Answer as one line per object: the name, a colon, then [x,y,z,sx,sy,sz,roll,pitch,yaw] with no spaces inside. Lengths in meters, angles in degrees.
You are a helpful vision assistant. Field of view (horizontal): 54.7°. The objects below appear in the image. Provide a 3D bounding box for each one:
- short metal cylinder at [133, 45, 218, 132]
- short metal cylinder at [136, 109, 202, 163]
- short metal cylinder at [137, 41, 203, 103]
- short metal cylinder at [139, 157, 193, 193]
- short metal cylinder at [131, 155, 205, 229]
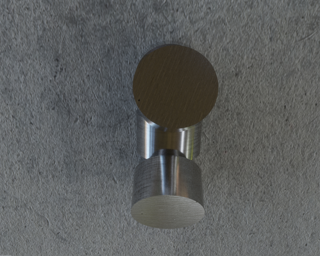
short metal cylinder: [0.014,-0.037,0.315,0.081,0.050,0.080,0,85,-1]
short metal cylinder: [0.011,0.003,0.383,0.081,0.080,0.050,1,110,-1]
short metal cylinder: [0.012,-0.063,0.375,0.081,0.050,0.079,0,110,0]
short metal cylinder: [0.009,0.063,0.421,0.081,0.050,0.079,0,110,0]
short metal cylinder: [0.009,0.075,0.355,0.080,0.050,0.080,1,138,1]
